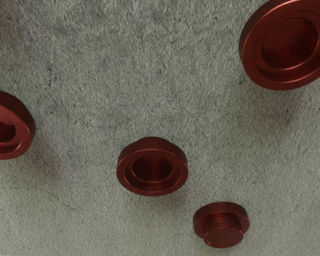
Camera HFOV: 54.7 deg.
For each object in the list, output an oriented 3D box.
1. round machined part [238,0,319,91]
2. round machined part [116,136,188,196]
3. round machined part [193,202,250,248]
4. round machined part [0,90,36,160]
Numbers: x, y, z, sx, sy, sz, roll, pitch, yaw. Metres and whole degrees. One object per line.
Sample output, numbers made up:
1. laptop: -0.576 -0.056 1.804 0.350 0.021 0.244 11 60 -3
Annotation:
1. round machined part: 0.131 -0.090 0.320 0.099 0.042 0.097 0 130 0
2. round machined part: -0.011 0.050 0.439 0.099 0.042 0.097 0 130 0
3. round machined part: 0.109 0.177 0.547 0.099 0.042 0.097 0 130 0
4. round machined part: -0.206 -0.009 0.387 0.099 0.042 0.097 0 130 0
